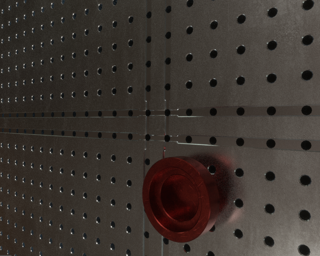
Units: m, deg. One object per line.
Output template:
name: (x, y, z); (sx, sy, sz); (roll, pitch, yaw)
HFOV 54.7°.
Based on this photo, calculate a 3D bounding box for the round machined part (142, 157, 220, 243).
round machined part: (0.029, 0.082, 0.373); (0.098, 0.042, 0.097); (0, 90, 39)
